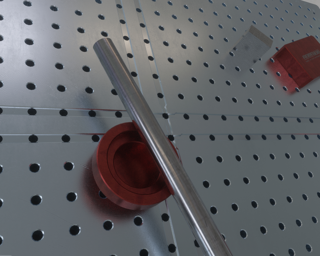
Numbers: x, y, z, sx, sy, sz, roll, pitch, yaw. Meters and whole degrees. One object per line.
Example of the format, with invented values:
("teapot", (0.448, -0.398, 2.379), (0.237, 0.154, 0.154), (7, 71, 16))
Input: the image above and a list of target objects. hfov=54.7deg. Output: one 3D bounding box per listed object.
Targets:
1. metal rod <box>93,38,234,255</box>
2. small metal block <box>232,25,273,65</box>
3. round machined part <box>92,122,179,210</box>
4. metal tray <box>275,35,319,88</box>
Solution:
("metal rod", (0.001, 0.025, 0.339), (0.025, 0.025, 0.299), (-19, 72, -35))
("small metal block", (0.172, -0.154, 0.579), (0.050, 0.050, 0.025), (35, 51, -6))
("round machined part", (-0.029, 0.045, 0.354), (0.099, 0.042, 0.098), (13, 56, -21))
("metal tray", (0.315, -0.145, 0.663), (0.131, 0.030, 0.090), (-25, 75, -37))
